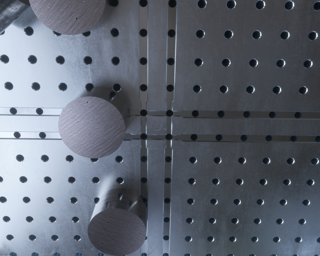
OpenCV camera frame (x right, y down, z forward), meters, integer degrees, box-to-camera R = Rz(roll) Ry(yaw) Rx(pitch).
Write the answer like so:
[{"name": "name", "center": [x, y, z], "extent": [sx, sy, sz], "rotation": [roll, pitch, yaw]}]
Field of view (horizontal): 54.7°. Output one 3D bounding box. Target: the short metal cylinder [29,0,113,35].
[{"name": "short metal cylinder", "center": [-0.097, -0.147, 0.345], "extent": [0.081, 0.050, 0.079], "rotation": [0, 110, 0]}]

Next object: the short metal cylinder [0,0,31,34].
[{"name": "short metal cylinder", "center": [-0.184, -0.148, 0.328], "extent": [0.050, 0.080, 0.080], "rotation": [-35, 107, 12]}]

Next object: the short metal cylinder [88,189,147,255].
[{"name": "short metal cylinder", "center": [-0.059, 0.136, 0.449], "extent": [0.081, 0.050, 0.079], "rotation": [0, 110, 0]}]

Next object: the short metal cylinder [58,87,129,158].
[{"name": "short metal cylinder", "center": [-0.082, -0.008, 0.396], "extent": [0.081, 0.050, 0.079], "rotation": [0, 110, 0]}]
